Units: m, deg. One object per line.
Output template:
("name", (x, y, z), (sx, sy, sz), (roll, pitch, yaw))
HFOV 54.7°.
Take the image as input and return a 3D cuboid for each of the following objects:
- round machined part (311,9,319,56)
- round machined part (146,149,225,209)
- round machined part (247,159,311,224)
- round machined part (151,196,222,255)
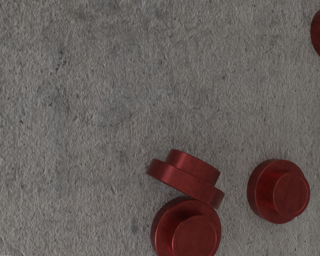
("round machined part", (0.303, -0.160, 0.511), (0.099, 0.042, 0.097), (0, 90, -20))
("round machined part", (0.035, 0.059, 0.383), (0.098, 0.098, 0.042), (30, 80, -18))
("round machined part", (0.185, 0.097, 0.468), (0.099, 0.042, 0.097), (0, 90, -20))
("round machined part", (0.040, 0.144, 0.415), (0.099, 0.042, 0.097), (0, 90, -20))
